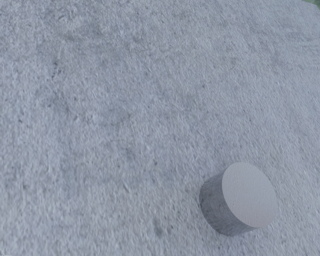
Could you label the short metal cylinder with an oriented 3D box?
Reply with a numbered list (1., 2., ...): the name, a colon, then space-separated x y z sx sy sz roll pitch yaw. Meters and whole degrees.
1. short metal cylinder: 0.097 0.089 0.388 0.081 0.050 0.080 14 56 -21
